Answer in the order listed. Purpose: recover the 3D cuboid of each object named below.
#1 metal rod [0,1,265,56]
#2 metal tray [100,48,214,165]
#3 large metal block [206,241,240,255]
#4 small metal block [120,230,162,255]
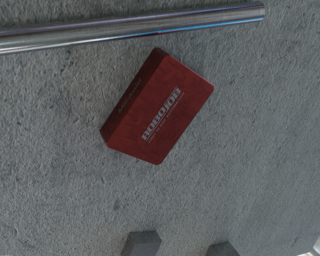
[{"bbox_3d":[-0.015,-0.111,0.331,0.302,0.025,0.025,-14,125,-21],"label":"metal rod"},{"bbox_3d":[-0.003,-0.022,0.390,0.090,0.030,0.129,26,104,-38],"label":"metal tray"},{"bbox_3d":[0.132,0.293,0.627,0.050,0.080,0.079,-2,119,-28],"label":"large metal block"},{"bbox_3d":[-0.031,0.200,0.515,0.050,0.025,0.050,8,115,-32],"label":"small metal block"}]
